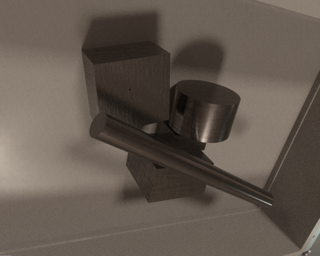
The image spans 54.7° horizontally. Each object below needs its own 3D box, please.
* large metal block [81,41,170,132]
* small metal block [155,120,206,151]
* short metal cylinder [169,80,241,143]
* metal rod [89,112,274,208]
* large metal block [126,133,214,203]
[{"bbox_3d":[-0.036,-0.046,0.345,0.081,0.050,0.079,-14,124,-21],"label":"large metal block"},{"bbox_3d":[0.029,0.008,0.415,0.050,0.050,0.025,-2,119,-28],"label":"small metal block"},{"bbox_3d":[0.055,-0.023,0.391,0.081,0.080,0.050,-4,120,-27],"label":"short metal cylinder"},{"bbox_3d":[0.051,0.052,0.366,0.301,0.025,0.025,27,103,-38],"label":"metal rod"},{"bbox_3d":[0.010,0.048,0.410,0.081,0.080,0.050,-2,119,-28],"label":"large metal block"}]
